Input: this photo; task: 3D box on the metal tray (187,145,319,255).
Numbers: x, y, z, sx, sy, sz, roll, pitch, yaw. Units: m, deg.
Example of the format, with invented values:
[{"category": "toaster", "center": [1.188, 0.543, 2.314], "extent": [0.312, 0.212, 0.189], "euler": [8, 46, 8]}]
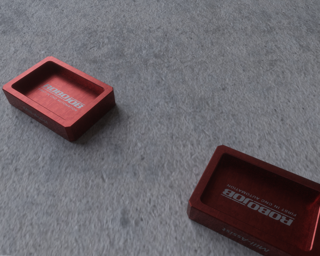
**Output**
[{"category": "metal tray", "center": [0.106, 0.081, 0.333], "extent": [0.130, 0.030, 0.090], "euler": [23, 53, 17]}]

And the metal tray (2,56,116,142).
[{"category": "metal tray", "center": [-0.140, -0.046, 0.436], "extent": [0.130, 0.030, 0.090], "euler": [28, 55, 21]}]
